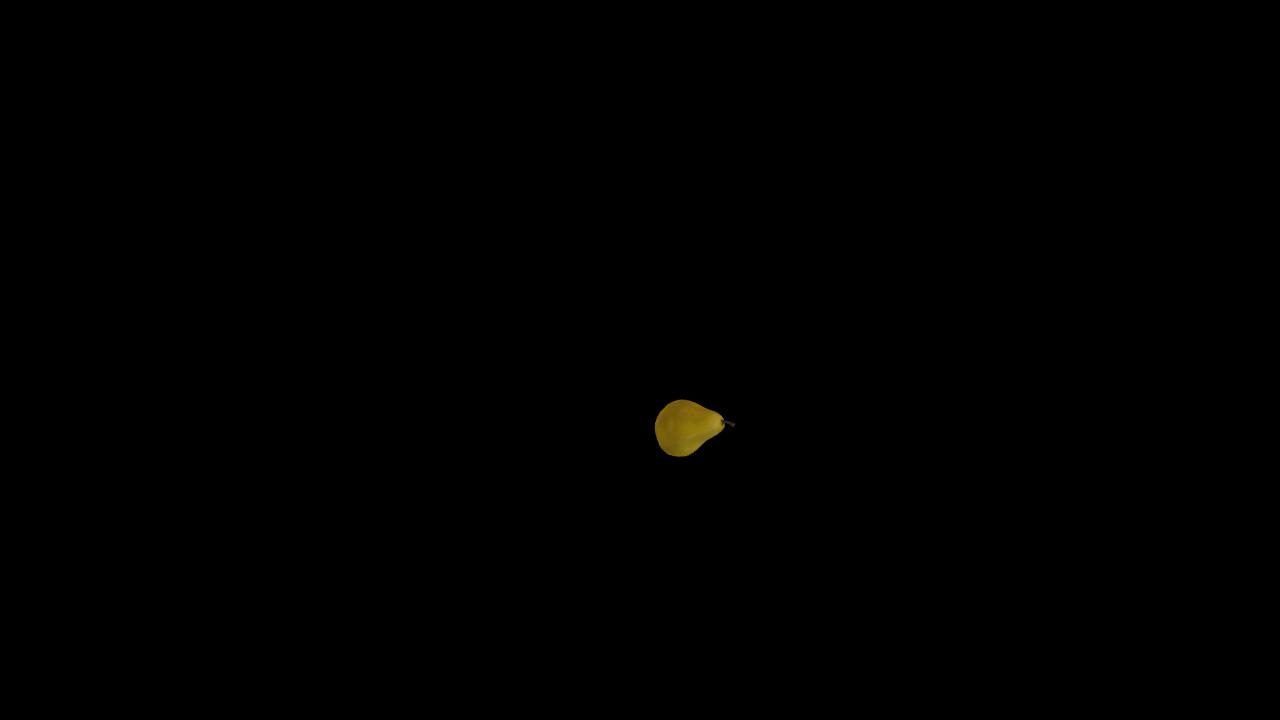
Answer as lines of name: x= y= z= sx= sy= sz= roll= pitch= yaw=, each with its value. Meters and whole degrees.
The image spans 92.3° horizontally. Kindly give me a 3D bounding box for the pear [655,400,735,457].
pear: x=0.076 y=0.085 z=0.821 sx=0.111 sy=0.080 sz=0.080 roll=-19 pitch=-8 yaw=25
